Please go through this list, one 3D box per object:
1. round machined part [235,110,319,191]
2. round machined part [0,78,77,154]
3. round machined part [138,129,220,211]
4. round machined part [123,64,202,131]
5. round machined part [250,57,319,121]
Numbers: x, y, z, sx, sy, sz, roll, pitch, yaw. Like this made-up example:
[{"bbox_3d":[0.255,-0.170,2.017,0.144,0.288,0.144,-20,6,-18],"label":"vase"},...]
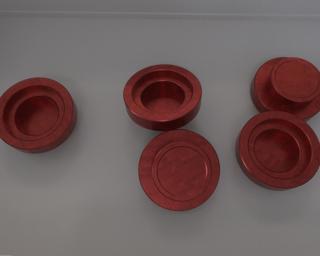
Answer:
[{"bbox_3d":[0.144,0.031,0.390,0.099,0.042,0.098,0,70,0],"label":"round machined part"},{"bbox_3d":[-0.157,-0.013,0.404,0.099,0.042,0.098,0,70,0],"label":"round machined part"},{"bbox_3d":[0.024,0.050,0.369,0.099,0.042,0.097,0,86,-4],"label":"round machined part"},{"bbox_3d":[0.004,-0.035,0.404,0.099,0.042,0.098,-2,53,3],"label":"round machined part"},{"bbox_3d":[0.177,-0.056,0.420,0.099,0.042,0.098,1,68,-1],"label":"round machined part"}]
